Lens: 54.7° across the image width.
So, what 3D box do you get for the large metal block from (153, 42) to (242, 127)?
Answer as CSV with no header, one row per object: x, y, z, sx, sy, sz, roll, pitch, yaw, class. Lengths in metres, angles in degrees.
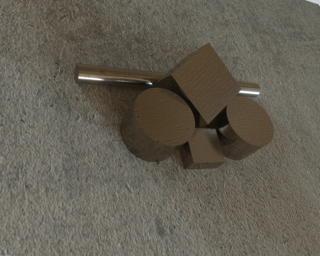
0.052,-0.057,0.429,0.080,0.050,0.080,-44,103,-26,large metal block

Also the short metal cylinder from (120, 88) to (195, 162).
-0.004,-0.003,0.388,0.081,0.050,0.080,14,56,-21,short metal cylinder

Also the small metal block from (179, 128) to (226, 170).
0.054,0.028,0.418,0.050,0.025,0.050,2,61,-27,small metal block

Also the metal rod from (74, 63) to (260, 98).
0.029,-0.067,0.461,0.303,0.025,0.025,1,62,-28,metal rod

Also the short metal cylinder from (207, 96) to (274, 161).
0.116,0.001,0.451,0.081,0.050,0.080,14,56,-21,short metal cylinder
